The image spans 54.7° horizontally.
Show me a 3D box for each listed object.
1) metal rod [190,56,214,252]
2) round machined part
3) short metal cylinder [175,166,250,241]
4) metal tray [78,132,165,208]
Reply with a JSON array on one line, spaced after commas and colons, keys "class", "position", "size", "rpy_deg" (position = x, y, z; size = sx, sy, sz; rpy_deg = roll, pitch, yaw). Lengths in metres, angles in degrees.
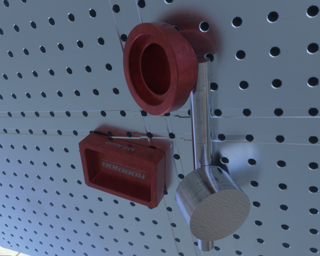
[{"class": "metal rod", "position": [0.058, 0.054, 0.414], "size": [0.025, 0.025, 0.298], "rpy_deg": [8, 122, 24]}, {"class": "round machined part", "position": [0.003, -0.066, 0.341], "size": [0.098, 0.042, 0.097], "rpy_deg": [27, 125, 46]}, {"class": "short metal cylinder", "position": [0.066, 0.095, 0.393], "size": [0.081, 0.050, 0.079], "rpy_deg": [-8, 119, -16]}, {"class": "metal tray", "position": [-0.058, 0.064, 0.478], "size": [0.130, 0.030, 0.089], "rpy_deg": [13, 124, 20]}]
